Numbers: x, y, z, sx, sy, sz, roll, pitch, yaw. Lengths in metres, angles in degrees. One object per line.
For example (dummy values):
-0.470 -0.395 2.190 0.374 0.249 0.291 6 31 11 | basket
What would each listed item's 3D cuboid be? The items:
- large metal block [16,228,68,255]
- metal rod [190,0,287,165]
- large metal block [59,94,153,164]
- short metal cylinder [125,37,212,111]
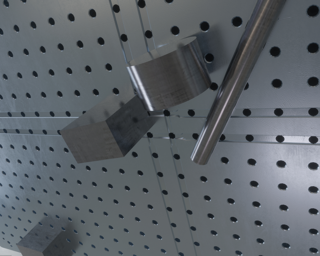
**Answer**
-0.269 0.286 0.714 0.080 0.050 0.080 2 120 27 | large metal block
0.089 -0.074 0.318 0.025 0.025 0.298 27 128 11 | metal rod
-0.069 0.000 0.412 0.080 0.080 0.050 -11 113 33 | large metal block
0.010 -0.059 0.334 0.080 0.080 0.050 -10 113 32 | short metal cylinder
